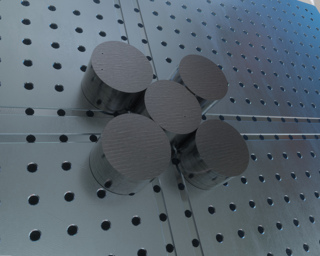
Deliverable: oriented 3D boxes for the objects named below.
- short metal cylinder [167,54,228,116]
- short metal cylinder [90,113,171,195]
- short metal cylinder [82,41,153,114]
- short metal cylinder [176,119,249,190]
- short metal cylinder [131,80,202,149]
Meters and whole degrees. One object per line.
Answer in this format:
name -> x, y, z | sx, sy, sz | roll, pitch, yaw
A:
short metal cylinder -> 0.052, -0.061, 0.456 | 0.081, 0.050, 0.080 | 14, 56, -21
short metal cylinder -> -0.034, 0.030, 0.355 | 0.081, 0.050, 0.080 | 14, 56, -21
short metal cylinder -> -0.056, -0.065, 0.402 | 0.081, 0.050, 0.080 | 14, 56, -21
short metal cylinder -> 0.069, 0.035, 0.409 | 0.081, 0.050, 0.080 | 14, 56, -21
short metal cylinder -> 0.007, -0.016, 0.407 | 0.081, 0.050, 0.080 | 14, 56, -21
